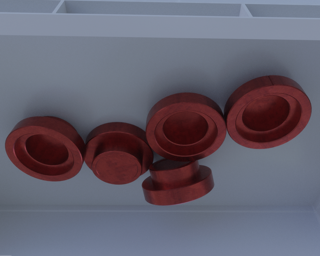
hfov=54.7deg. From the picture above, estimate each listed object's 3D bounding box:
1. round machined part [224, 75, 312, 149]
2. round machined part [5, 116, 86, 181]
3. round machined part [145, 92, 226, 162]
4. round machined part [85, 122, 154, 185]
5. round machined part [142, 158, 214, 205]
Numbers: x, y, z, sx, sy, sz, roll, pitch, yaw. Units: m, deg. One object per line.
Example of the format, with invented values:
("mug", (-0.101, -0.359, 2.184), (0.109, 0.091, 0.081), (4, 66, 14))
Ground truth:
("round machined part", (0.127, -0.023, 0.380), (0.099, 0.042, 0.097), (-1, 130, -1))
("round machined part", (-0.147, 0.023, 0.412), (0.099, 0.042, 0.097), (2, 129, 3))
("round machined part", (0.032, -0.005, 0.393), (0.099, 0.042, 0.097), (0, 131, 0))
("round machined part", (-0.058, 0.042, 0.433), (0.099, 0.042, 0.097), (-1, 130, 0))
("round machined part", (0.022, 0.067, 0.429), (0.098, 0.098, 0.042), (-11, 98, 9))
